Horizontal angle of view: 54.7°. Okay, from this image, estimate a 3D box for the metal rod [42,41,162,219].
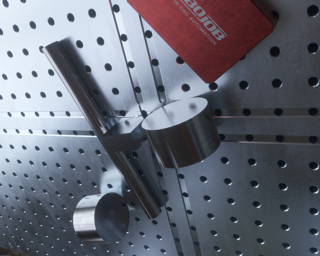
[{"bbox_3d":[-0.079,0.013,0.460,0.025,0.025,0.299,-18,109,35],"label":"metal rod"}]

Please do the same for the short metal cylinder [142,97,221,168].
[{"bbox_3d":[0.025,0.004,0.365,0.080,0.080,0.050,-9,114,32],"label":"short metal cylinder"}]

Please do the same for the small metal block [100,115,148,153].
[{"bbox_3d":[-0.043,0.008,0.423,0.050,0.050,0.025,-8,114,32],"label":"small metal block"}]

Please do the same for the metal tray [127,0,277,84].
[{"bbox_3d":[0.039,-0.120,0.313,0.130,0.030,0.090,45,129,-4],"label":"metal tray"}]

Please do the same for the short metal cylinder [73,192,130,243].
[{"bbox_3d":[-0.097,0.151,0.520,0.050,0.080,0.080,-16,110,34],"label":"short metal cylinder"}]
